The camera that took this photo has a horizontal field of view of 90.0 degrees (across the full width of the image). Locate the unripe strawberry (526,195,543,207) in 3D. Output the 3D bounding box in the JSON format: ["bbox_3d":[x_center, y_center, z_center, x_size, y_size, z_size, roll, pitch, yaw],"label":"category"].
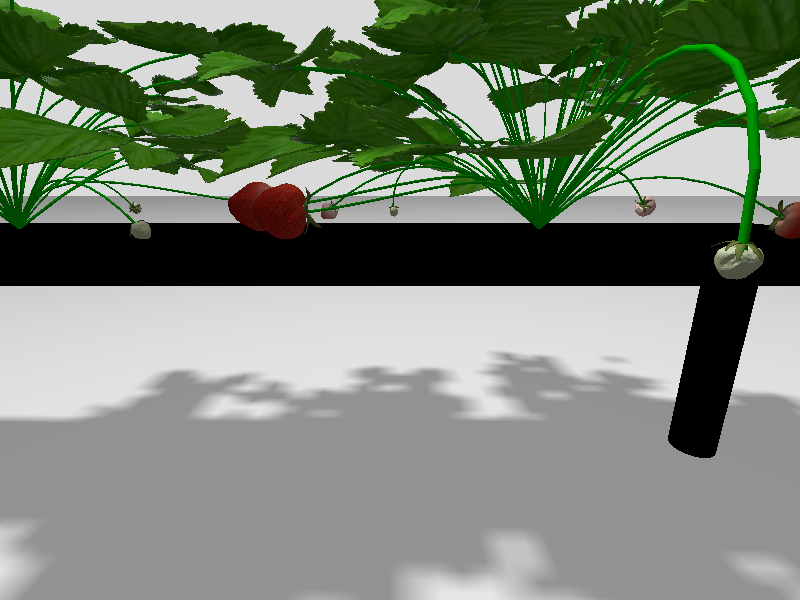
[{"bbox_3d":[0.191,-0.138,0.572,0.027,0.024,0.024,5,-31,16],"label":"unripe strawberry"}]

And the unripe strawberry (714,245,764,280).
[{"bbox_3d":[0.094,-0.011,0.112,0.011,0.010,0.010,2,16,6],"label":"unripe strawberry"}]

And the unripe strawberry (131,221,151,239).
[{"bbox_3d":[-0.178,-0.047,0.276,0.013,0.013,0.012,39,28,11],"label":"unripe strawberry"}]

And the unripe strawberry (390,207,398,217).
[{"bbox_3d":[-0.007,-0.103,0.468,0.011,0.011,0.010,-15,22,-43],"label":"unripe strawberry"}]

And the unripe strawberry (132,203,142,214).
[{"bbox_3d":[-0.349,-0.121,0.531,0.013,0.014,0.014,-2,4,-6],"label":"unripe strawberry"}]

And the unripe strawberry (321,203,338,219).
[{"bbox_3d":[-0.078,-0.096,0.437,0.019,0.019,0.018,-32,-1,30],"label":"unripe strawberry"}]

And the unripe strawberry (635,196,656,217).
[{"bbox_3d":[0.291,-0.110,0.472,0.022,0.023,0.021,9,7,-41],"label":"unripe strawberry"}]

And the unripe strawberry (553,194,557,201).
[{"bbox_3d":[0.210,-0.138,0.539,0.011,0.010,0.010,7,17,23],"label":"unripe strawberry"}]

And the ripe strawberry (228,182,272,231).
[{"bbox_3d":[-0.125,-0.079,0.341,0.042,0.041,0.039,-1,16,0],"label":"ripe strawberry"}]

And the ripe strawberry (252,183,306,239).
[{"bbox_3d":[-0.082,-0.060,0.274,0.035,0.037,0.033,-6,17,-18],"label":"ripe strawberry"}]

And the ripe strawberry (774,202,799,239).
[{"bbox_3d":[0.272,-0.054,0.272,0.024,0.025,0.022,21,23,20],"label":"ripe strawberry"}]
